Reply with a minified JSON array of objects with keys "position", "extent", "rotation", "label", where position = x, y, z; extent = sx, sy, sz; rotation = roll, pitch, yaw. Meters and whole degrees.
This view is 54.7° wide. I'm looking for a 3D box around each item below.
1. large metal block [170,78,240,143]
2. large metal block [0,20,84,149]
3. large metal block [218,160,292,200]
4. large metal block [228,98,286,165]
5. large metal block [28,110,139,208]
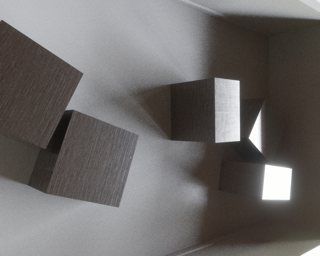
[{"position":[0.060,-0.022,0.424],"extent":[0.050,0.080,0.079],"rotation":[-2,91,-40],"label":"large metal block"},{"position":[-0.131,-0.035,0.281],"extent":[0.080,0.050,0.080],"rotation":[34,69,-35],"label":"large metal block"},{"position":[0.155,0.084,0.504],"extent":[0.081,0.080,0.050],"rotation":[12,83,-40],"label":"large metal block"},{"position":[0.163,0.006,0.530],"extent":[0.080,0.050,0.080],"rotation":[43,64,-32],"label":"large metal block"},{"position":[-0.078,0.033,0.326],"extent":[0.080,0.050,0.080],"rotation":[24,75,-38],"label":"large metal block"}]
